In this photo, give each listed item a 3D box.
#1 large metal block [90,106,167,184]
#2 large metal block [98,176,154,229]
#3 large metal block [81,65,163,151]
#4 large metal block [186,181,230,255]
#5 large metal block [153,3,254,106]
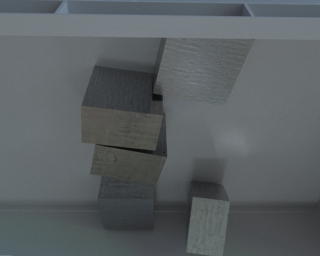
[{"bbox_3d":[-0.038,0.018,0.387,0.081,0.080,0.050,11,130,-10],"label":"large metal block"},{"bbox_3d":[-0.050,0.116,0.491,0.081,0.050,0.079,0,130,-1],"label":"large metal block"},{"bbox_3d":[-0.041,-0.024,0.352,0.081,0.080,0.050,7,130,-6],"label":"large metal block"},{"bbox_3d":[0.068,0.131,0.461,0.050,0.080,0.079,7,96,4],"label":"large metal block"},{"bbox_3d":[0.041,-0.076,0.328,0.081,0.050,0.079,9,130,-8],"label":"large metal block"}]
